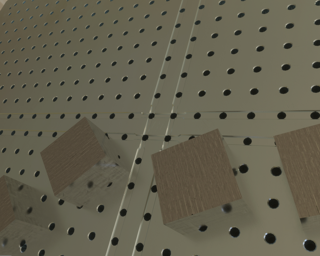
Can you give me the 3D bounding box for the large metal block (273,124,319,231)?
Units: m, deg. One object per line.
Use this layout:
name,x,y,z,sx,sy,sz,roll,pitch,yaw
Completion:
large metal block,0.159,0.041,0.284,0.080,0.050,0.080,-17,55,18

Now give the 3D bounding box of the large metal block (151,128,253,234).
large metal block,0.043,0.059,0.334,0.080,0.050,0.080,-23,53,14

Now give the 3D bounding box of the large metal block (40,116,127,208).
large metal block,-0.105,0.046,0.421,0.080,0.050,0.080,-39,51,2

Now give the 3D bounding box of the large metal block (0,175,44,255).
large metal block,-0.220,0.127,0.431,0.080,0.050,0.080,-40,51,1
